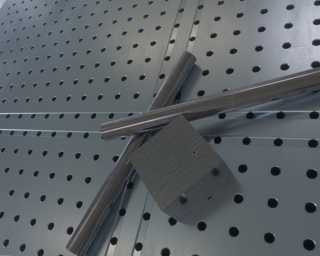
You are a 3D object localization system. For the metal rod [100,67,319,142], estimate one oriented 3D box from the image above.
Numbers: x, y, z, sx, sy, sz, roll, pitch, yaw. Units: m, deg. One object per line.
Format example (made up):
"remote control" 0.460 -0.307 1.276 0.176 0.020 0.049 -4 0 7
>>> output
"metal rod" 0.071 -0.029 0.369 0.301 0.025 0.025 -14 56 13

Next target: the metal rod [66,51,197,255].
"metal rod" -0.030 0.022 0.410 0.025 0.025 0.300 19 71 35

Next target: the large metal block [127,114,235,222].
"large metal block" 0.023 0.045 0.353 0.080 0.050 0.080 -39 51 1
